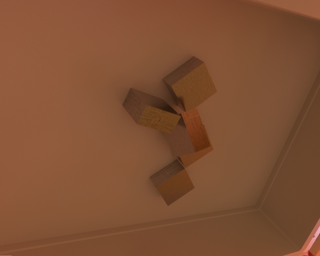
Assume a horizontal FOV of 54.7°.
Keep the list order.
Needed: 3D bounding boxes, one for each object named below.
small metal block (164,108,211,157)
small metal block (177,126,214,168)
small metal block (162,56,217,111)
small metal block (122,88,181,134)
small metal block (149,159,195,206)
[{"bbox_3d":[0.031,0.007,0.394,0.025,0.050,0.050,-19,89,-32],"label":"small metal block"},{"bbox_3d":[0.044,0.022,0.449,0.050,0.025,0.050,-33,129,-7],"label":"small metal block"},{"bbox_3d":[0.039,-0.055,0.398,0.050,0.025,0.050,-37,130,-4],"label":"small metal block"},{"bbox_3d":[-0.011,-0.021,0.375,0.050,0.050,0.025,16,110,-35],"label":"small metal block"},{"bbox_3d":[0.019,0.083,0.473,0.050,0.025,0.050,-33,129,-7],"label":"small metal block"}]
